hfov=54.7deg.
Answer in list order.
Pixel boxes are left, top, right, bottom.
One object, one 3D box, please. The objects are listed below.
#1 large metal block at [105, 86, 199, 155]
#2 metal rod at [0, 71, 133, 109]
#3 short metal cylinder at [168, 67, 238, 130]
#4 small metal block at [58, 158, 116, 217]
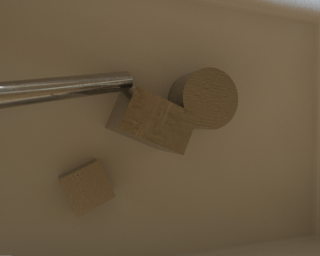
[{"bbox_3d":[-0.013,-0.008,0.377,0.080,0.080,0.050,24,82,-19],"label":"large metal block"},{"bbox_3d":[-0.144,-0.031,0.289,0.302,0.025,0.025,-16,97,-46],"label":"metal rod"},{"bbox_3d":[0.057,-0.038,0.420,0.081,0.050,0.079,0,90,-21],"label":"short metal cylinder"},{"bbox_3d":[-0.089,0.072,0.378,0.050,0.025,0.050,-26,99,-18],"label":"small metal block"}]
